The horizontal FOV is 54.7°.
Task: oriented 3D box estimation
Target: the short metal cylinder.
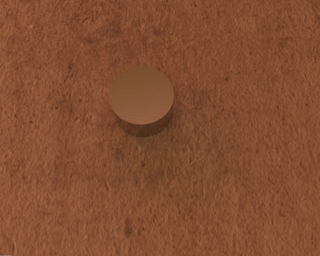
[{"bbox_3d":[-0.023,-0.033,0.407,0.081,0.050,0.080,0,70,0],"label":"short metal cylinder"}]
